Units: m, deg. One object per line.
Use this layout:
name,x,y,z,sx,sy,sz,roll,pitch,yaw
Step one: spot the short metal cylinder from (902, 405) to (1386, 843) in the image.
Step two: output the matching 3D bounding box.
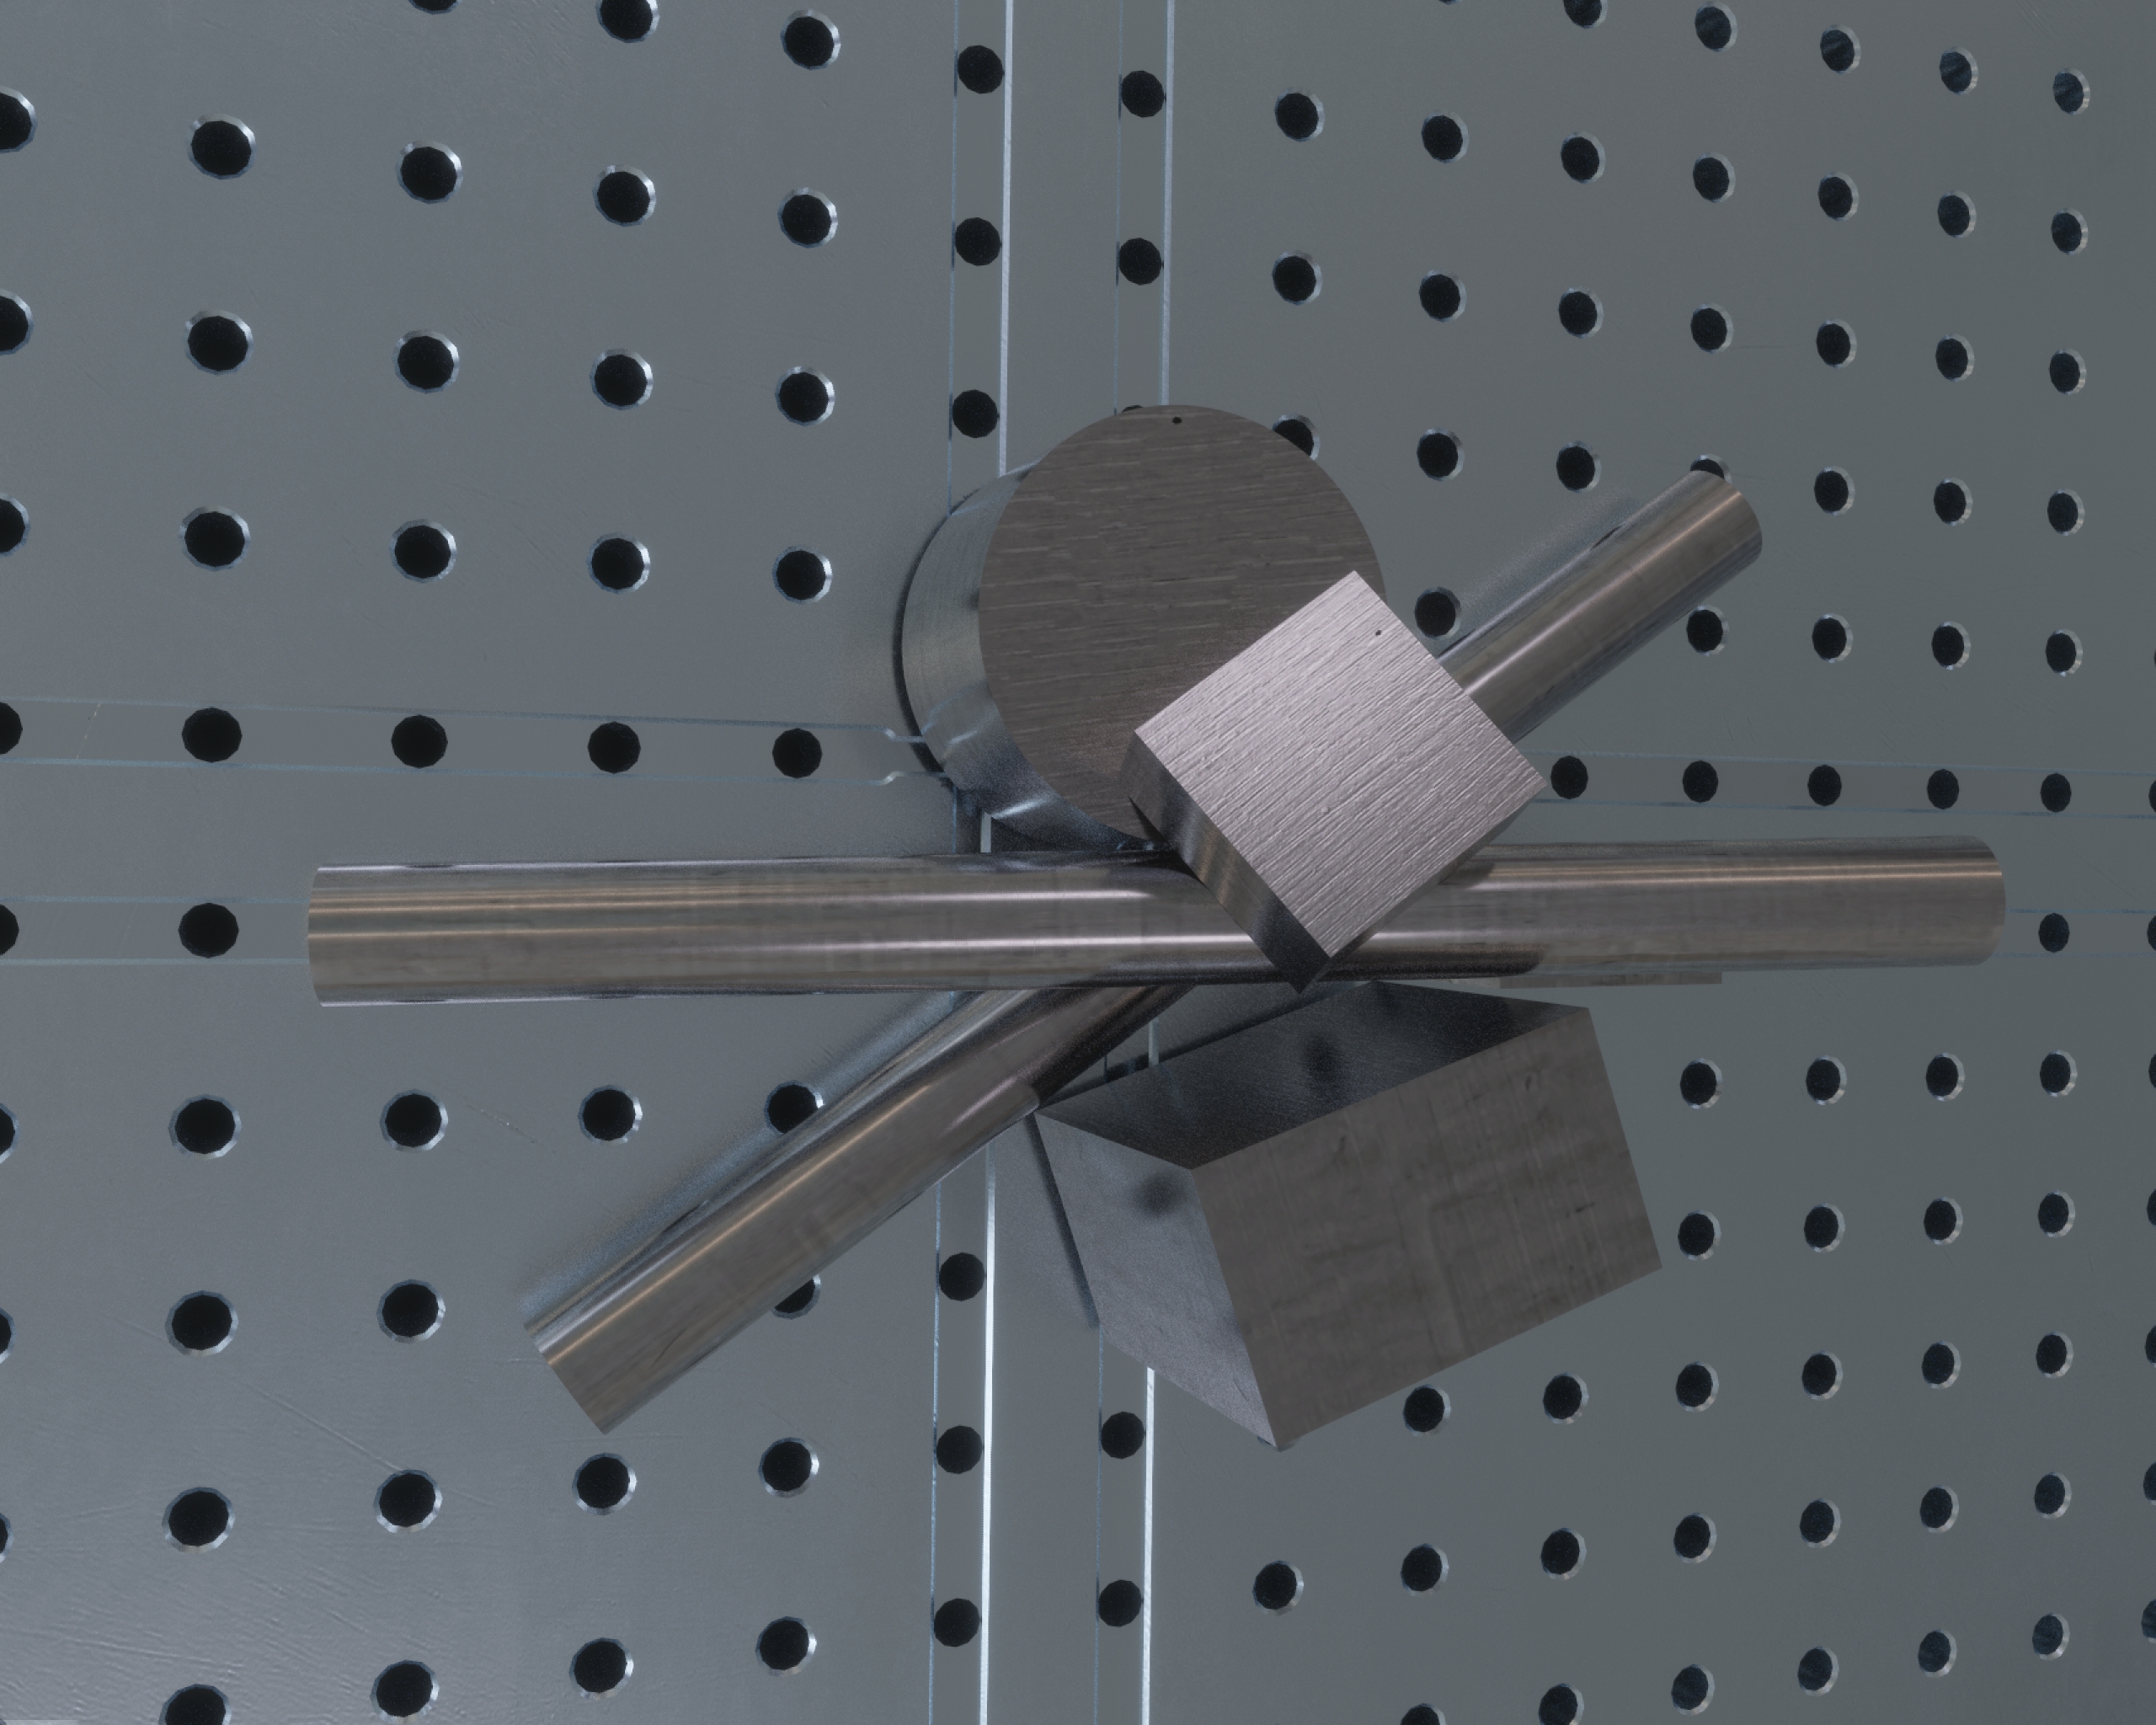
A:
short metal cylinder,0.012,-0.043,0.400,0.081,0.050,0.079,0,89,-20

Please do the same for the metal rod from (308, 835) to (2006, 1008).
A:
metal rod,0.020,0.010,0.379,0.302,0.025,0.025,-1,91,-7

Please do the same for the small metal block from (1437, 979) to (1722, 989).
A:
small metal block,0.097,0.012,0.432,0.050,0.050,0.025,0,90,-19

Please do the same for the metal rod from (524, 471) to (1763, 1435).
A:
metal rod,0.025,0.009,0.419,0.301,0.025,0.025,-36,102,-17

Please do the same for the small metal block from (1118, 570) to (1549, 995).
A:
small metal block,0.043,-0.014,0.363,0.050,0.025,0.050,-37,79,-16

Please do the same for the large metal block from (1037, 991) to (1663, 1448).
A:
large metal block,0.048,0.061,0.397,0.081,0.080,0.050,-19,97,-19
